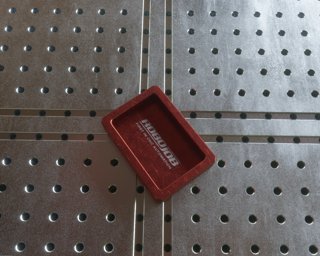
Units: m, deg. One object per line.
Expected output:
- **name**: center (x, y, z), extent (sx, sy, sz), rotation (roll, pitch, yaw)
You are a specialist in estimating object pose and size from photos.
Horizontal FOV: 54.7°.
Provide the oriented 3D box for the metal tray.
- **metal tray**: center (-0.003, 0.019, 0.402), extent (0.090, 0.030, 0.130), rotation (-34, 74, -12)
